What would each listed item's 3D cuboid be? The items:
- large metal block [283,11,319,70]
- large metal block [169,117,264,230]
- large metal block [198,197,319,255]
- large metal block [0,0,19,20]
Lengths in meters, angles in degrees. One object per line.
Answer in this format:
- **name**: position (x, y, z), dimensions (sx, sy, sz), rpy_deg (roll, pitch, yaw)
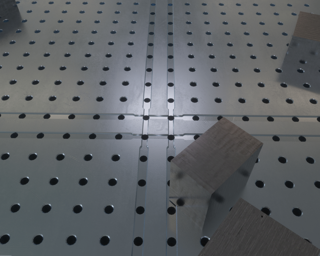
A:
- **large metal block**: position (0.259, -0.143, 0.513), dimensions (0.080, 0.050, 0.080), rpy_deg (19, 52, 15)
- **large metal block**: position (0.057, 0.049, 0.332), dimensions (0.080, 0.080, 0.050), rpy_deg (-37, 59, -27)
- **large metal block**: position (0.084, 0.127, 0.286), dimensions (0.080, 0.050, 0.080), rpy_deg (32, 57, 24)
- **large metal block**: position (-0.339, -0.244, 0.596), dimensions (0.080, 0.050, 0.080), rpy_deg (28, 55, 21)
